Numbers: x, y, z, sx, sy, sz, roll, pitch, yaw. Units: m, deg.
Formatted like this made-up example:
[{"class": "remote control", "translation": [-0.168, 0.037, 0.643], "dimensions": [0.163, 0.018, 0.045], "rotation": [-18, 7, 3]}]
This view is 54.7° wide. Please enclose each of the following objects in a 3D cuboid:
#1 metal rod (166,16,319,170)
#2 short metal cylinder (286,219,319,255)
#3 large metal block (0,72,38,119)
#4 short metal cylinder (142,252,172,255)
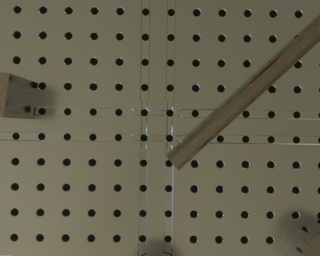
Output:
[{"class": "metal rod", "translation": [0.128, -0.054, 0.414], "dimensions": [0.300, 0.025, 0.025], "rotation": [-42, 90, 0]}, {"class": "short metal cylinder", "translation": [0.214, 0.166, 0.402], "dimensions": [0.081, 0.050, 0.080], "rotation": [0, 90, 0]}, {"class": "large metal block", "translation": [-0.211, -0.042, 0.384], "dimensions": [0.080, 0.080, 0.050], "rotation": [8, 90, 0]}, {"class": "short metal cylinder", "translation": [-0.004, 0.210, 0.401], "dimensions": [0.081, 0.050, 0.080], "rotation": [0, 90, 0]}]
